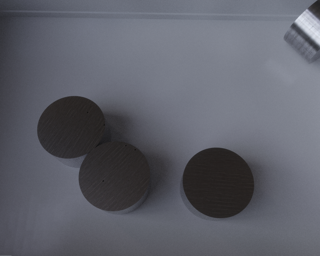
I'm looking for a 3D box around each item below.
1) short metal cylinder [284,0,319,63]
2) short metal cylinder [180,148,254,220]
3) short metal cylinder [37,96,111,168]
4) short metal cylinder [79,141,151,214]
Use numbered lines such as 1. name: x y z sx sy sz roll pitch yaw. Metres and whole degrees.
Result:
1. short metal cylinder: 0.223 -0.137 0.433 0.080 0.080 0.050 -34 74 -12
2. short metal cylinder: 0.066 0.069 0.372 0.081 0.050 0.080 0 70 0
3. short metal cylinder: -0.106 0.006 0.393 0.081 0.050 0.080 0 70 0
4. short metal cylinder: -0.052 0.061 0.373 0.081 0.050 0.080 0 70 0
